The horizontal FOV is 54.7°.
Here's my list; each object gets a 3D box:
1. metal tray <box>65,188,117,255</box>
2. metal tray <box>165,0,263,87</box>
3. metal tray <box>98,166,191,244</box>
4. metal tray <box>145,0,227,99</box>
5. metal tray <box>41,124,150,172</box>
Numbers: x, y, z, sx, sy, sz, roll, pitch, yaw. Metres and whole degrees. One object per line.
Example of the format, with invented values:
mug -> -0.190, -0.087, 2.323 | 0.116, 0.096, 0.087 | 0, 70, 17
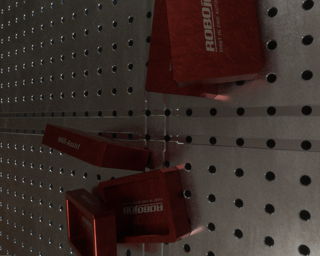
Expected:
metal tray -> -0.105, 0.150, 0.459 | 0.130, 0.030, 0.089 | 8, 101, 57
metal tray -> 0.054, -0.114, 0.331 | 0.090, 0.030, 0.129 | -6, 85, 5
metal tray -> -0.027, 0.109, 0.425 | 0.130, 0.030, 0.090 | -18, 79, 38
metal tray -> 0.031, -0.105, 0.379 | 0.090, 0.030, 0.129 | 11, 97, 39
metal tray -> -0.091, 0.027, 0.437 | 0.130, 0.090, 0.030 | 14, 88, 39
